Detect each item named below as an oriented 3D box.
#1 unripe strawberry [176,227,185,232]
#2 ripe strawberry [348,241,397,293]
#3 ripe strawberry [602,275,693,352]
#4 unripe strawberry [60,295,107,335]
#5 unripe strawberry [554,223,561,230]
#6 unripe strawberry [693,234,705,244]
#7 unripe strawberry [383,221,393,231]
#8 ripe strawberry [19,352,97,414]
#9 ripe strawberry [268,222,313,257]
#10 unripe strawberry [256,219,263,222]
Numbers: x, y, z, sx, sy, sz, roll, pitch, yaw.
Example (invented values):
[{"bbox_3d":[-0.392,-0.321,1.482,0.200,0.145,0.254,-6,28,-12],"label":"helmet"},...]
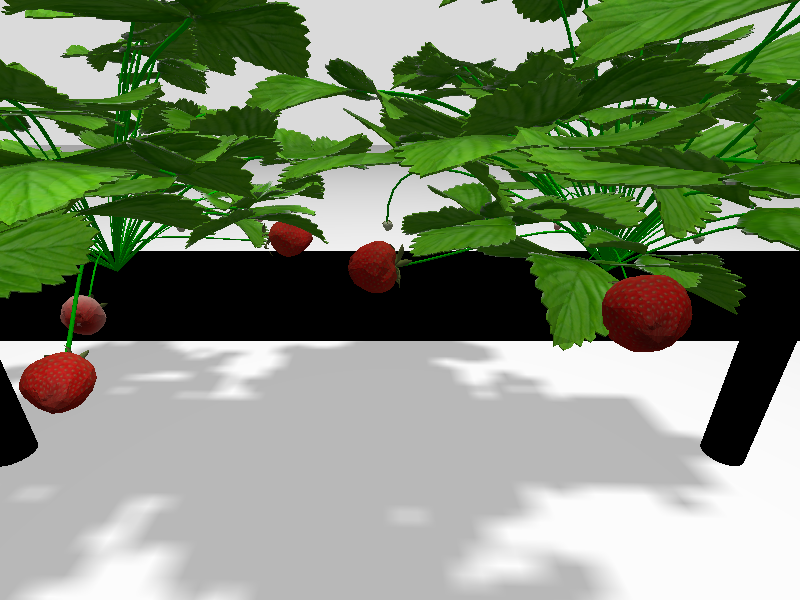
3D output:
[{"bbox_3d":[-0.275,-0.090,0.503,0.011,0.010,0.010,-2,23,-5],"label":"unripe strawberry"},{"bbox_3d":[-0.022,-0.026,0.313,0.039,0.040,0.035,-6,24,-12],"label":"ripe strawberry"},{"bbox_3d":[0.140,0.010,0.227,0.045,0.047,0.049,8,25,17],"label":"ripe strawberry"},{"bbox_3d":[-0.197,0.010,0.248,0.022,0.025,0.024,-11,26,-25],"label":"unripe strawberry"},{"bbox_3d":[0.198,-0.093,0.502,0.010,0.011,0.011,1,23,3],"label":"unripe strawberry"},{"bbox_3d":[0.328,-0.067,0.440,0.011,0.011,0.011,-13,26,-28],"label":"unripe strawberry"},{"bbox_3d":[-0.014,-0.086,0.467,0.011,0.011,0.011,12,26,27],"label":"unripe strawberry"},{"bbox_3d":[-0.154,0.039,0.180,0.027,0.028,0.029,-12,26,-26],"label":"ripe strawberry"},{"bbox_3d":[-0.110,-0.063,0.404,0.042,0.036,0.042,-6,24,-16],"label":"ripe strawberry"},{"bbox_3d":[-0.195,-0.111,0.546,0.019,0.017,0.017,7,11,17],"label":"unripe strawberry"}]
